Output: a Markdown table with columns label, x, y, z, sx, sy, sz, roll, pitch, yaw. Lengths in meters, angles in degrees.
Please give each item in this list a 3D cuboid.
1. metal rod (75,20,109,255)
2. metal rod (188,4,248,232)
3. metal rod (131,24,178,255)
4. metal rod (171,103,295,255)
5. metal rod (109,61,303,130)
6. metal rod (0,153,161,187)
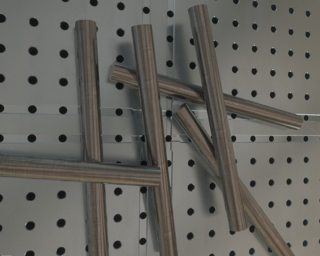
| label | x | y | z | sx | sy | sz | roll | pitch | yaw |
| --- | --- | --- | --- | --- | --- | --- | --- | --- | --- |
| metal rod | -0.083 | 0.021 | 0.381 | 0.025 | 0.025 | 0.298 | -3 | 91 | -20 |
| metal rod | 0.078 | -0.010 | 0.413 | 0.025 | 0.025 | 0.298 | -13 | 94 | -20 |
| metal rod | -0.005 | 0.025 | 0.393 | 0.025 | 0.025 | 0.298 | -10 | 100 | -20 |
| metal rod | 0.114 | 0.090 | 0.454 | 0.025 | 0.025 | 0.300 | -41 | 103 | -15 |
| metal rod | 0.078 | -0.040 | 0.440 | 0.302 | 0.025 | 0.025 | 13 | 86 | -20 |
| metal rod | -0.148 | 0.043 | 0.339 | 0.302 | 0.025 | 0.025 | 6 | 88 | -13 |
